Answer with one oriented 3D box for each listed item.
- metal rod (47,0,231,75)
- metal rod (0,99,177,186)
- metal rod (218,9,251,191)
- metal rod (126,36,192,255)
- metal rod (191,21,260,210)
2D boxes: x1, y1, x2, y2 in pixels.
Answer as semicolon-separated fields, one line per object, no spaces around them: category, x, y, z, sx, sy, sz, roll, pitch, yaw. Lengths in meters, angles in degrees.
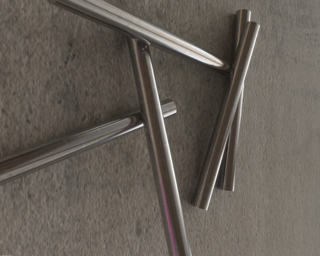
metal rod;0.007;-0.107;0.378;0.302;0.025;0.025;6;86;-50
metal rod;-0.097;0.019;0.324;0.302;0.025;0.025;-23;105;-38
metal rod;0.124;-0.048;0.511;0.025;0.025;0.298;12;83;-40
metal rod;-0.002;0.019;0.360;0.025;0.025;0.298;-5;79;-40
metal rod;0.103;-0.024;0.477;0.025;0.025;0.299;24;80;-38
